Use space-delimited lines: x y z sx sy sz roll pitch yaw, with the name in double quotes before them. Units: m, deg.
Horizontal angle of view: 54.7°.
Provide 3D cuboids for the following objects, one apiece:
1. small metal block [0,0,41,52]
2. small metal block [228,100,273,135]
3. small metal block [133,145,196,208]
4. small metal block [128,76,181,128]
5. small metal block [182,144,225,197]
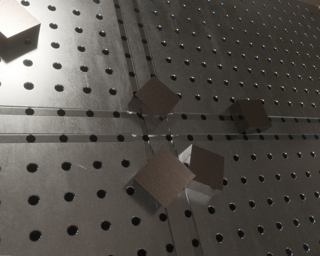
"small metal block" -0.188 -0.130 0.387 0.050 0.025 0.050 43 51 1
"small metal block" 0.146 -0.018 0.500 0.050 0.025 0.050 -3 63 -30
"small metal block" 0.005 0.055 0.362 0.050 0.025 0.050 43 88 1
"small metal block" -0.007 -0.037 0.428 0.050 0.025 0.050 40 51 -1
"small metal block" 0.055 0.056 0.406 0.050 0.025 0.050 22 53 -15
